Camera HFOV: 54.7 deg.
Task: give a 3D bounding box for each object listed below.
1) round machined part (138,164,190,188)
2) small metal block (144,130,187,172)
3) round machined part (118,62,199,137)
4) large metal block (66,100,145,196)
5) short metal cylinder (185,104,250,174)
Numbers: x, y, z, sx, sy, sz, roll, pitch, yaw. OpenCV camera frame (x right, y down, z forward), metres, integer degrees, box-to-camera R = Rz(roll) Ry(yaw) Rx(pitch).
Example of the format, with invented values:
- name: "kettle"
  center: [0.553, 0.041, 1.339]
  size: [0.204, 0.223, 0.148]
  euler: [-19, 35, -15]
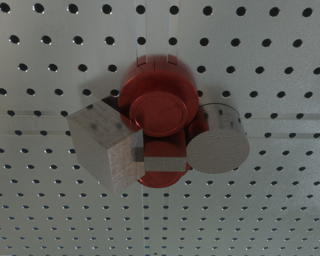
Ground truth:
- name: "round machined part"
  center: [-0.003, 0.049, 0.442]
  size: [0.099, 0.042, 0.097]
  euler: [0, 130, 0]
- name: "small metal block"
  center: [0.006, 0.027, 0.390]
  size: [0.050, 0.050, 0.025]
  euler: [1, 130, -1]
- name: "round machined part"
  center: [-0.002, -0.027, 0.377]
  size: [0.099, 0.042, 0.097]
  euler: [0, 130, 0]
- name: "large metal block"
  center: [-0.066, 0.024, 0.387]
  size: [0.050, 0.080, 0.079]
  euler: [-33, 140, -32]
- name: "short metal cylinder"
  center: [0.072, 0.015, 0.407]
  size: [0.081, 0.050, 0.079]
  euler: [0, 130, 0]
